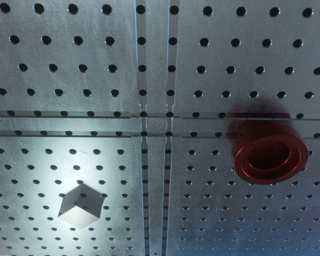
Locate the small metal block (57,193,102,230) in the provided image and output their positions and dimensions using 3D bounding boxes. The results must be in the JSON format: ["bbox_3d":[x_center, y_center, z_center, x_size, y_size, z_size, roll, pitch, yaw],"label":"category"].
[{"bbox_3d":[-0.138,0.145,0.533,0.050,0.025,0.050,-34,123,25],"label":"small metal block"}]

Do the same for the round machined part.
[{"bbox_3d":[0.147,0.031,0.428,0.099,0.042,0.097,0,130,0],"label":"round machined part"}]
